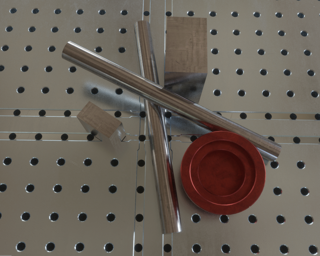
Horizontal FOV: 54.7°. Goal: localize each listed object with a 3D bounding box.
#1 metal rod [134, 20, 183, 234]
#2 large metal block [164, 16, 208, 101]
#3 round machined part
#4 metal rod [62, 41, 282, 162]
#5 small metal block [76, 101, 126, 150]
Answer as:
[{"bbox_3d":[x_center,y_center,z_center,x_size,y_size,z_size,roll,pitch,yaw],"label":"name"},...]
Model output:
[{"bbox_3d":[-0.006,-0.015,0.417,0.025,0.025,0.299,-7,70,-3],"label":"metal rod"},{"bbox_3d":[0.032,-0.090,0.416,0.050,0.080,0.080,2,70,0],"label":"large metal block"},{"bbox_3d":[0.074,0.056,0.380,0.099,0.042,0.098,0,76,2],"label":"round machined part"},{"bbox_3d":[0.015,-0.034,0.400,0.301,0.025,0.025,26,72,-1],"label":"metal rod"},{"bbox_3d":[-0.074,-0.002,0.398,0.050,0.050,0.025,33,73,11],"label":"small metal block"}]
